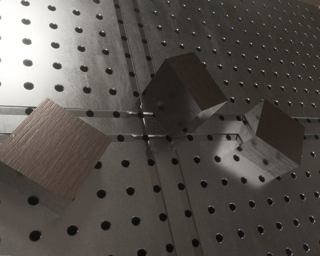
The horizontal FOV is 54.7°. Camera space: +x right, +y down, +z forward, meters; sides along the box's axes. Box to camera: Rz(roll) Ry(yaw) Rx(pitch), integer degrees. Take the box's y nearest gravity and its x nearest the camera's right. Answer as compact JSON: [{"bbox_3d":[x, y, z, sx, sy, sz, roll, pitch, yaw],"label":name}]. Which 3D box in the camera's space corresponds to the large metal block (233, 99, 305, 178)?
[{"bbox_3d":[0.169,0.016,0.476,0.080,0.050,0.080,34,51,-7],"label":"large metal block"}]

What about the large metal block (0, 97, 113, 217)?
[{"bbox_3d":[-0.109,0.029,0.316,0.080,0.050,0.080,34,51,-7],"label":"large metal block"}]

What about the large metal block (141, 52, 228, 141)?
[{"bbox_3d":[0.030,-0.042,0.416,0.050,0.080,0.080,-23,74,-36],"label":"large metal block"}]
